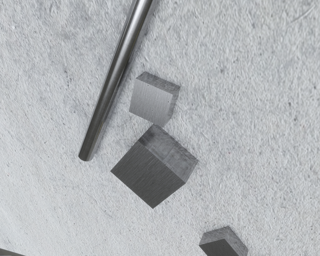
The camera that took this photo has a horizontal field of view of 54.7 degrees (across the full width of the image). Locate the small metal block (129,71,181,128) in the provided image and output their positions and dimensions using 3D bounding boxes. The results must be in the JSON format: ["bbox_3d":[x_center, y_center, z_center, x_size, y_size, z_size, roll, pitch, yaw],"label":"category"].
[{"bbox_3d":[-0.007,-0.036,0.389,0.050,0.025,0.050,25,127,12],"label":"small metal block"}]

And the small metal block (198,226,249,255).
[{"bbox_3d":[0.096,0.181,0.468,0.050,0.025,0.050,-33,100,38],"label":"small metal block"}]

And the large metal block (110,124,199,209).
[{"bbox_3d":[-0.008,0.053,0.428,0.080,0.050,0.080,42,129,-1],"label":"large metal block"}]

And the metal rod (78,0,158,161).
[{"bbox_3d":[-0.061,-0.057,0.403,0.025,0.025,0.298,34,129,5],"label":"metal rod"}]
